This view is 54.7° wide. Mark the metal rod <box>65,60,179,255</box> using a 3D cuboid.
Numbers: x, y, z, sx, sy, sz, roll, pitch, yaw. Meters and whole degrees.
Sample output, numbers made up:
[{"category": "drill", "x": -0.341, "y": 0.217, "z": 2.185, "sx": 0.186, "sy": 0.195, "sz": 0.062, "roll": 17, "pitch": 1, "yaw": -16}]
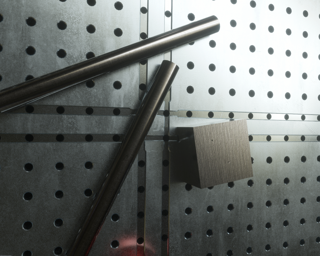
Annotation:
[{"category": "metal rod", "x": -0.049, "y": 0.048, "z": 0.395, "sx": 0.025, "sy": 0.025, "sz": 0.299, "roll": 29, "pitch": 80, "yaw": -18}]

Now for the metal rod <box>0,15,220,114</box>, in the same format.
[{"category": "metal rod", "x": -0.052, "y": -0.088, "z": 0.394, "sx": 0.302, "sy": 0.025, "sz": 0.025, "roll": -25, "pitch": 99, "yaw": -19}]

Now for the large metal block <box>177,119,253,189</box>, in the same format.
[{"category": "large metal block", "x": 0.076, "y": 0.032, "z": 0.429, "sx": 0.081, "sy": 0.050, "sz": 0.079, "roll": -9, "pitch": 93, "yaw": -20}]
